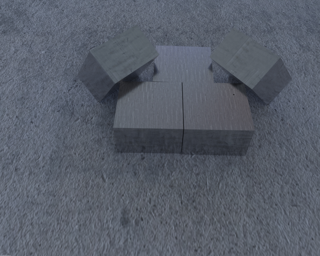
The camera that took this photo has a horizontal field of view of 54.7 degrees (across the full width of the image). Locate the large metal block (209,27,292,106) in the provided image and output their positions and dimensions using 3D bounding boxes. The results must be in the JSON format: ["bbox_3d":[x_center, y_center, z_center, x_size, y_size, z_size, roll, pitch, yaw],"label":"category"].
[{"bbox_3d":[0.128,-0.084,0.433,0.050,0.080,0.080,-50,58,12],"label":"large metal block"}]

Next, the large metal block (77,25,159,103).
[{"bbox_3d":[-0.060,-0.087,0.433,0.080,0.080,0.050,-40,95,-28],"label":"large metal block"}]

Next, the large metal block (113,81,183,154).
[{"bbox_3d":[-0.013,-0.014,0.400,0.081,0.050,0.080,1,50,0],"label":"large metal block"}]

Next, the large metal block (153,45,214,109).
[{"bbox_3d":[0.032,-0.075,0.452,0.081,0.050,0.080,2,50,1],"label":"large metal block"}]

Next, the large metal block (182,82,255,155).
[{"bbox_3d":[0.069,-0.013,0.397,0.081,0.050,0.080,1,50,0],"label":"large metal block"}]
